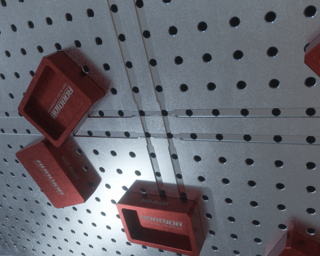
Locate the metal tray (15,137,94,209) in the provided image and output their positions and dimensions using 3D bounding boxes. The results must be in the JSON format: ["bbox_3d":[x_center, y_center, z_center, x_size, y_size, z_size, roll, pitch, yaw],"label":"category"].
[{"bbox_3d":[-0.188,0.080,0.554,0.090,0.030,0.130,-20,108,35],"label":"metal tray"}]

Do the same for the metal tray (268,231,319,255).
[{"bbox_3d":[0.217,0.205,0.421,0.130,0.030,0.089,25,127,12],"label":"metal tray"}]

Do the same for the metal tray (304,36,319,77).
[{"bbox_3d":[0.206,-0.051,0.267,0.130,0.030,0.090,42,129,-2],"label":"metal tray"}]

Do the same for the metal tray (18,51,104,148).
[{"bbox_3d":[-0.151,-0.038,0.461,0.090,0.030,0.129,44,129,-3],"label":"metal tray"}]

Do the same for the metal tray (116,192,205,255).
[{"bbox_3d":[0.000,0.154,0.501,0.130,0.030,0.089,1,119,27],"label":"metal tray"}]
